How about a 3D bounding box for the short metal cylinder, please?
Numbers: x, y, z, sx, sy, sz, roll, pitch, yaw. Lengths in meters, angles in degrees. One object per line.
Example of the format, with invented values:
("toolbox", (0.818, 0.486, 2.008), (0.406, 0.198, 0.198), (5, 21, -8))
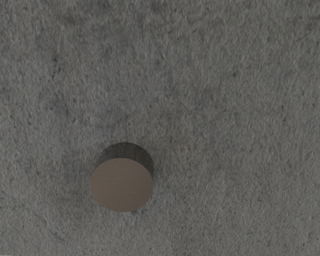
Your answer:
("short metal cylinder", (-0.049, 0.066, 0.420), (0.081, 0.050, 0.079), (0, 110, -1))
